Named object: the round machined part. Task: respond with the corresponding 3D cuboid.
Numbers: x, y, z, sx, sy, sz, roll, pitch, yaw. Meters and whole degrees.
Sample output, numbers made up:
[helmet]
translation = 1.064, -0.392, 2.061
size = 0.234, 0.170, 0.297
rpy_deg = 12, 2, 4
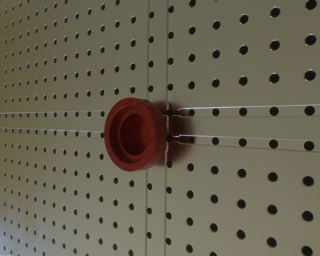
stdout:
[round machined part]
translation = -0.028, 0.009, 0.423
size = 0.098, 0.042, 0.097
rpy_deg = 0, 90, 40
